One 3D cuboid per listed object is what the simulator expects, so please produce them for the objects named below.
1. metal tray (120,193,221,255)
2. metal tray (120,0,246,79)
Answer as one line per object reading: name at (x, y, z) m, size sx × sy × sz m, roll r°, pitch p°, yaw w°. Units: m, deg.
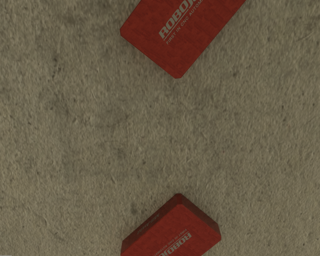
metal tray at (0.015, 0.171, 0.471) m, size 0.090 × 0.030 × 0.130 m, roll 42°, pitch 104°, yaw -14°
metal tray at (0.027, -0.134, 0.358) m, size 0.090 × 0.030 × 0.130 m, roll 37°, pitch 106°, yaw -13°
